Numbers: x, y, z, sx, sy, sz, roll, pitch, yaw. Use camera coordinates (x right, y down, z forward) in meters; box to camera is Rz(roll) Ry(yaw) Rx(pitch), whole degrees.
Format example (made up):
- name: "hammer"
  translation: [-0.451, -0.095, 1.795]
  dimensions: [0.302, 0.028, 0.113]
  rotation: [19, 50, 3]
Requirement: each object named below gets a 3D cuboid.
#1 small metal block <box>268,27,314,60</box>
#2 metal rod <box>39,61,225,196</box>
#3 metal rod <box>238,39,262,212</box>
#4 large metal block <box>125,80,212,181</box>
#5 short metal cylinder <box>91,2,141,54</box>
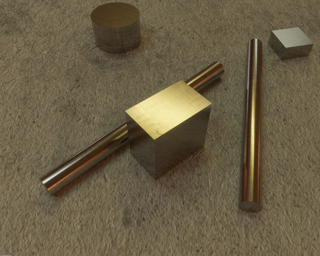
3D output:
- name: "small metal block"
  translation: [0.221, -0.144, 0.526]
  dimensions: [0.050, 0.025, 0.050]
  rotation: [-10, 51, -9]
- name: "metal rod"
  translation: [-0.019, -0.013, 0.413]
  dimensions: [0.302, 0.025, 0.025]
  rotation: [-36, 59, -27]
- name: "metal rod"
  translation: [0.128, -0.027, 0.427]
  dimensions: [0.025, 0.025, 0.300]
  rotation: [9, 51, 8]
- name: "large metal block"
  translation: [0.010, 0.003, 0.365]
  dimensions: [0.081, 0.080, 0.050]
  rotation: [-32, 57, -24]
- name: "short metal cylinder"
  translation: [-0.074, -0.172, 0.531]
  dimensions: [0.081, 0.050, 0.080]
  rotation: [0, 50, 0]
